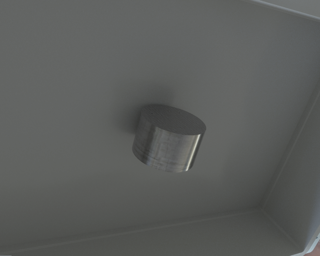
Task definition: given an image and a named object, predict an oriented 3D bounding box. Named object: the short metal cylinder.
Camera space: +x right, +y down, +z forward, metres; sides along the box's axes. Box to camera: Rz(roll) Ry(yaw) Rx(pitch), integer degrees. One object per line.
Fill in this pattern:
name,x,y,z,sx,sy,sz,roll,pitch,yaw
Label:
short metal cylinder,0.010,0.011,0.381,0.081,0.080,0.050,2,118,-29
